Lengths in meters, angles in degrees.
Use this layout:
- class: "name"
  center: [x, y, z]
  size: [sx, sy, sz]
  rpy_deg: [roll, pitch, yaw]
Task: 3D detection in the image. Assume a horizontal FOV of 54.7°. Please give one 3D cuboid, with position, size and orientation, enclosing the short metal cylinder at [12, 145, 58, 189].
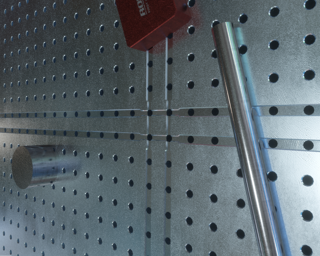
- class: "short metal cylinder"
  center: [-0.239, 0.073, 0.591]
  size: [0.080, 0.050, 0.080]
  rpy_deg: [0, 90, 40]

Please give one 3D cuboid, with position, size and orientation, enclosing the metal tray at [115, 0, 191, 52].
- class: "metal tray"
  center: [-0.018, -0.183, 0.422]
  size: [0.090, 0.030, 0.129]
  rpy_deg: [-25, 75, 37]

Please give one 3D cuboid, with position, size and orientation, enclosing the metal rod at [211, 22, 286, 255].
- class: "metal rod"
  center: [0.097, 0.032, 0.329]
  size: [0.025, 0.025, 0.298]
  rpy_deg: [-17, 79, 39]
